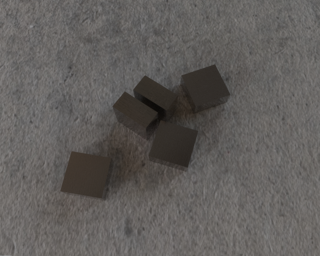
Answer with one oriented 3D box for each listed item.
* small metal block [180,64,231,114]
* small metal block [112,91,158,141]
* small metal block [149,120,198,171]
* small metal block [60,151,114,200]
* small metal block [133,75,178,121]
[{"bbox_3d":[0.062,-0.054,0.429,0.050,0.025,0.050,-19,71,-7],"label":"small metal block"},{"bbox_3d":[-0.030,-0.014,0.400,0.050,0.050,0.025,33,73,11],"label":"small metal block"},{"bbox_3d":[0.017,0.023,0.400,0.050,0.025,0.050,16,71,5],"label":"small metal block"},{"bbox_3d":[-0.089,0.060,0.385,0.050,0.025,0.050,9,70,3],"label":"small metal block"},{"bbox_3d":[-0.006,-0.036,0.408,0.050,0.050,0.025,33,73,11],"label":"small metal block"}]
